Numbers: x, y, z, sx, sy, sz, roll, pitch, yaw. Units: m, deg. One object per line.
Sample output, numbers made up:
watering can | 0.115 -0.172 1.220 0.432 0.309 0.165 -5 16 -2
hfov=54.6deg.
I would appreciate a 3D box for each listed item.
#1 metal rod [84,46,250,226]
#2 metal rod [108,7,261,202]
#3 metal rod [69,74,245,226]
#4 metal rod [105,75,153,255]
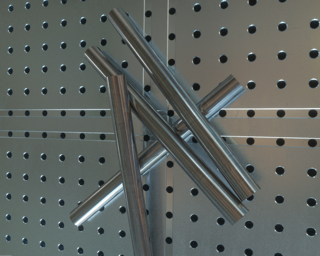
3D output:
metal rod | -0.006 -0.006 0.390 0.025 0.025 0.300 -48 67 14
metal rod | 0.018 -0.043 0.384 0.025 0.025 0.299 -41 69 15
metal rod | -0.014 0.038 0.417 0.299 0.025 0.025 -41 77 15
metal rod | -0.034 0.082 0.401 0.025 0.025 0.298 -6 97 20
